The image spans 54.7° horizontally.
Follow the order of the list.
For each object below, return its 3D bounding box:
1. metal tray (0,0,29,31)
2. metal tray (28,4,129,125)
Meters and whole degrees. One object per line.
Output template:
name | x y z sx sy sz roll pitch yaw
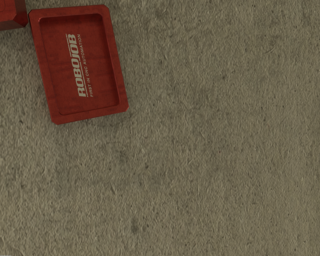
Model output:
metal tray | -0.196 -0.166 0.318 0.091 0.030 0.129 -8 93 0
metal tray | -0.096 -0.075 0.370 0.091 0.030 0.129 -13 95 -20
